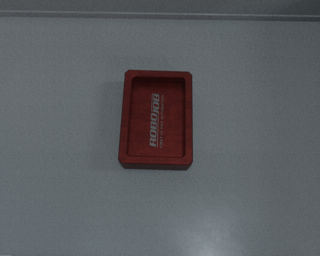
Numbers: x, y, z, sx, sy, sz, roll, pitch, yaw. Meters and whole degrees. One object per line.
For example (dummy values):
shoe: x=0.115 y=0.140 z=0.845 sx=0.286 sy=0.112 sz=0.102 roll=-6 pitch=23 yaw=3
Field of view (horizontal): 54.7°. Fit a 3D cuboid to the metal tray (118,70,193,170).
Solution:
metal tray: x=-0.004 y=-0.012 z=0.408 sx=0.091 sy=0.030 sz=0.130 roll=2 pitch=70 yaw=0
